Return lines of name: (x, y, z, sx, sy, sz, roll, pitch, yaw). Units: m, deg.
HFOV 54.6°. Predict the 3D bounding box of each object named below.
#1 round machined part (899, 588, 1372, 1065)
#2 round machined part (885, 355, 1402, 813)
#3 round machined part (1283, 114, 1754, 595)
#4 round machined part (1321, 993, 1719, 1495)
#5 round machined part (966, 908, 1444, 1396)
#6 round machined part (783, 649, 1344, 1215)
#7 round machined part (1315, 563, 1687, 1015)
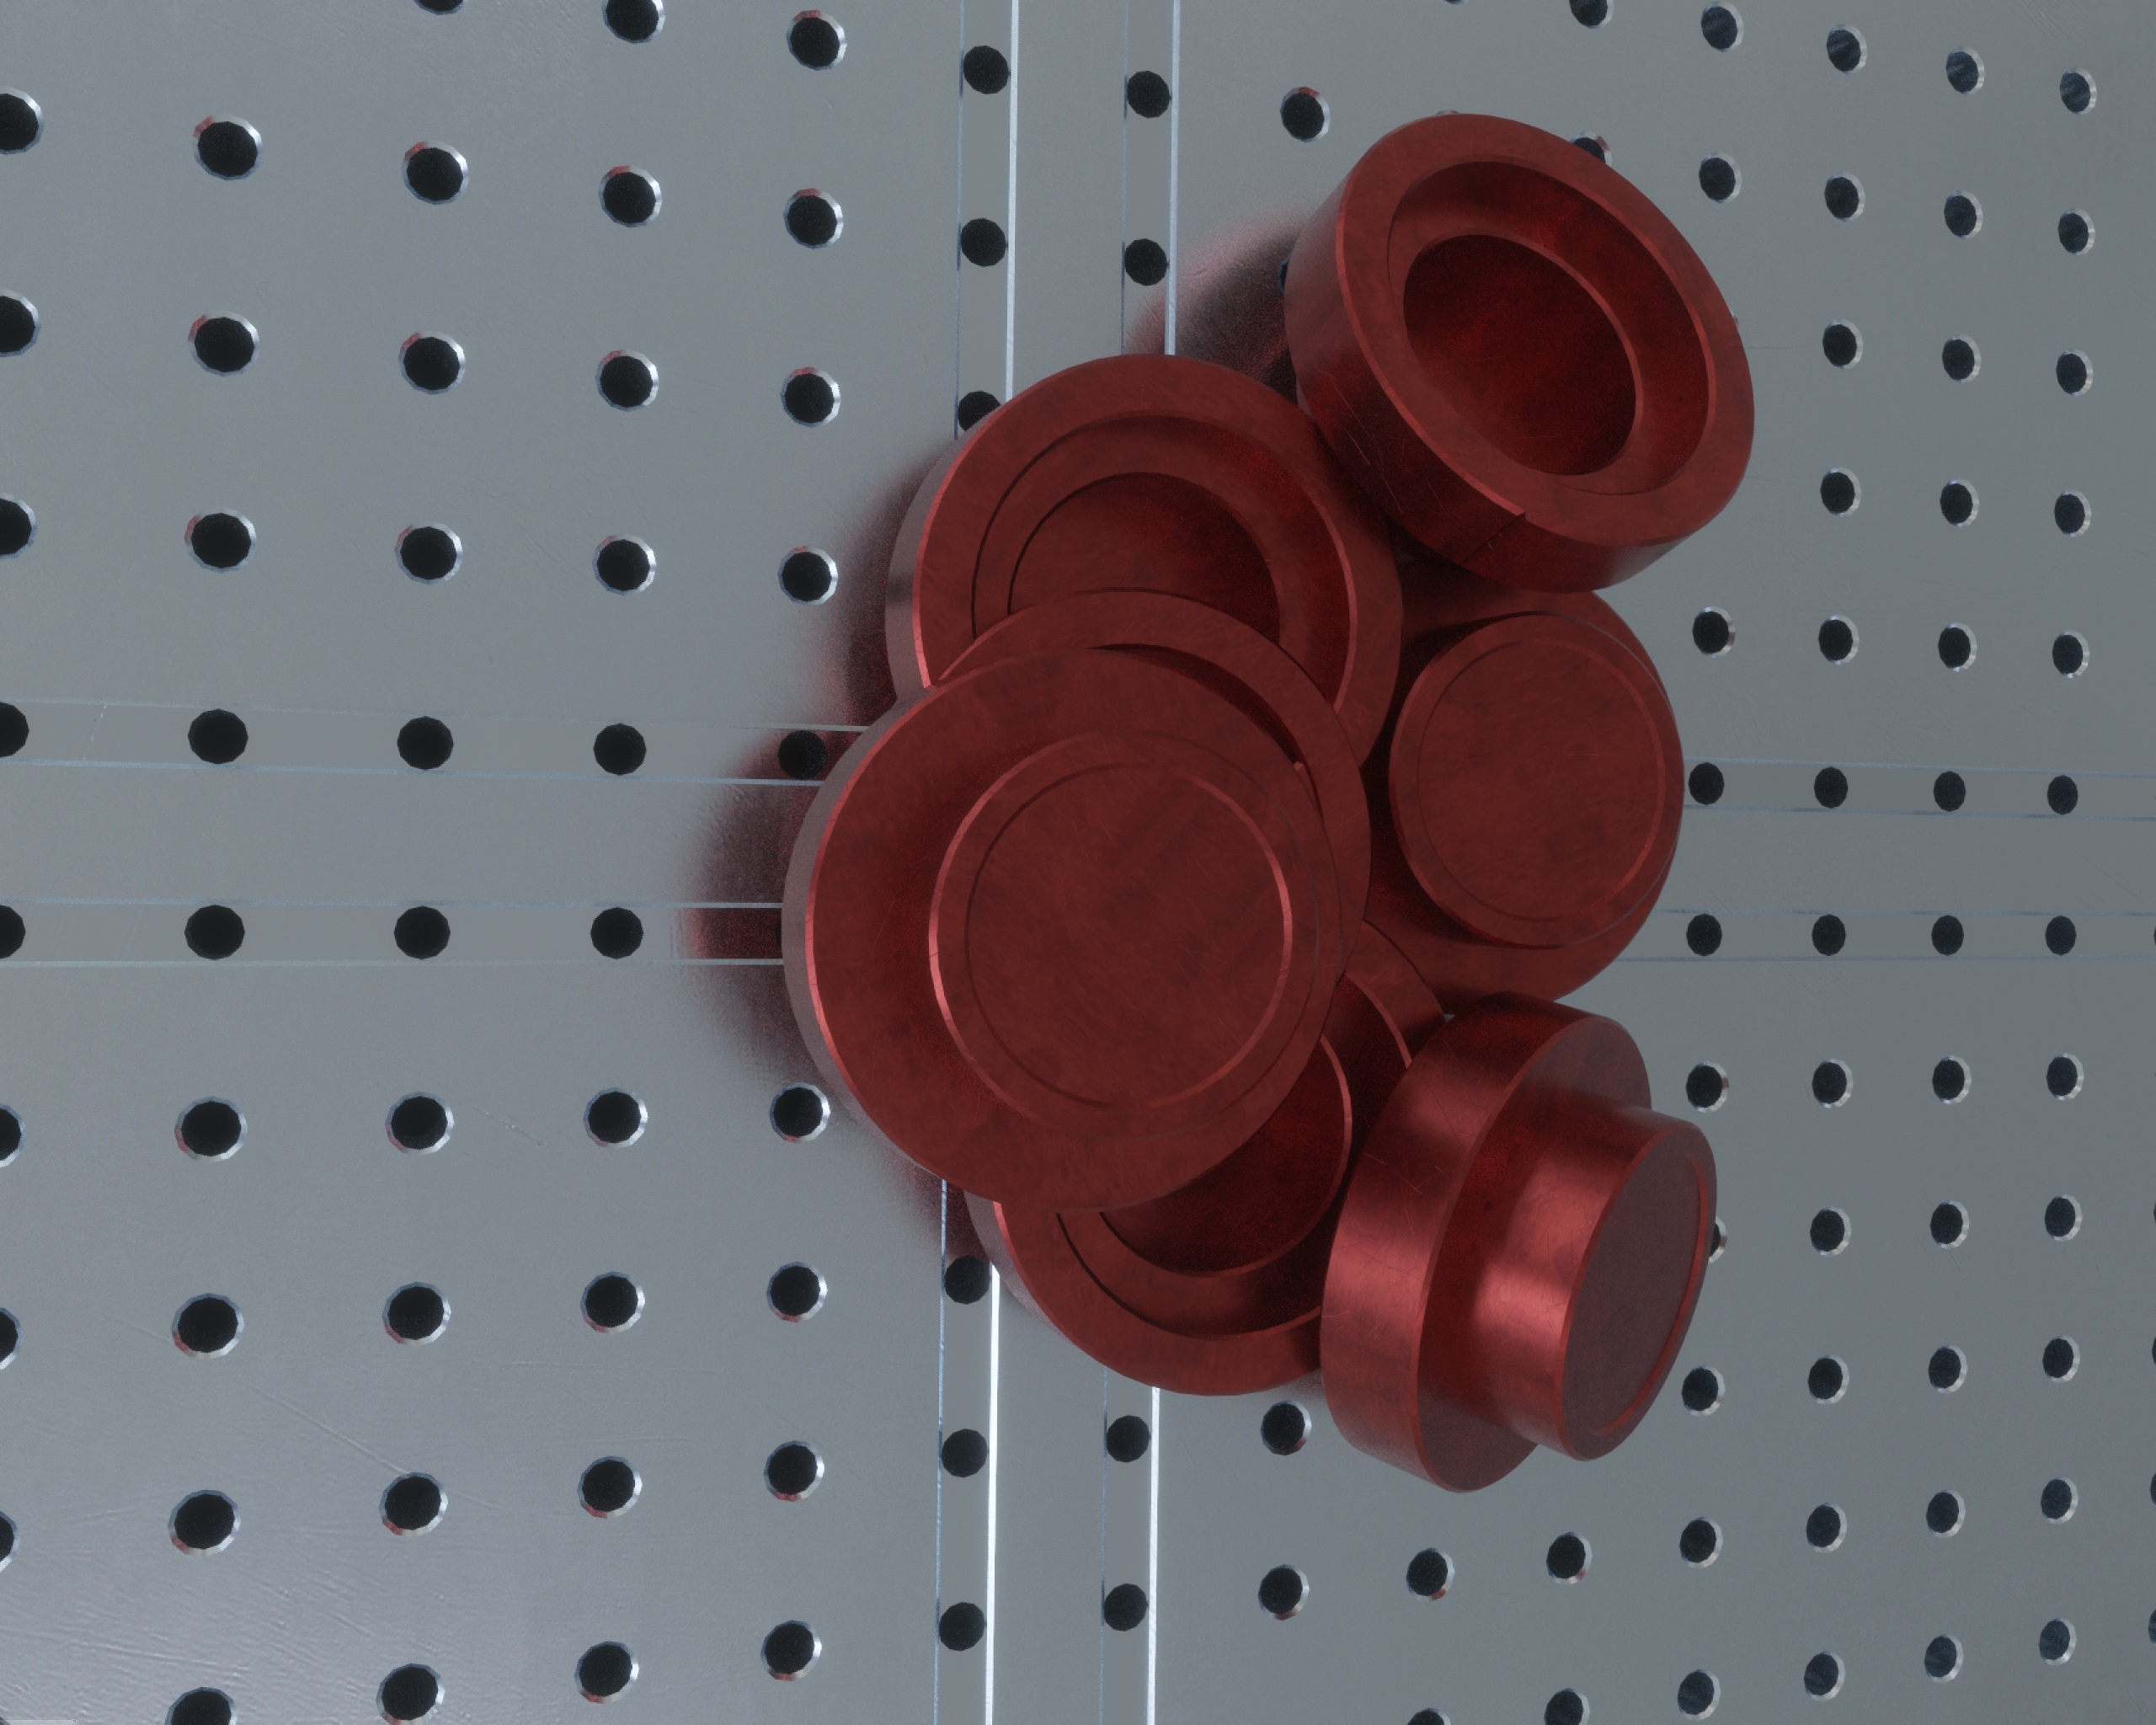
round machined part: (0.004, -0.002, 0.404, 0.099, 0.042, 0.097, 0, 90, -20)
round machined part: (0.010, -0.046, 0.407, 0.099, 0.042, 0.097, 0, 90, -20)
round machined part: (0.084, -0.097, 0.422, 0.099, 0.042, 0.098, 10, 65, -23)
round machined part: (0.092, 0.078, 0.411, 0.099, 0.042, 0.097, -24, 121, -46)
round machined part: (0.023, 0.051, 0.412, 0.099, 0.042, 0.097, 0, 90, -20)
round machined part: (0.002, 0.012, 0.359, 0.099, 0.042, 0.097, 0, 90, -20)
round machined part: (0.086, -0.016, 0.434, 0.099, 0.042, 0.097, 0, 90, -20)
